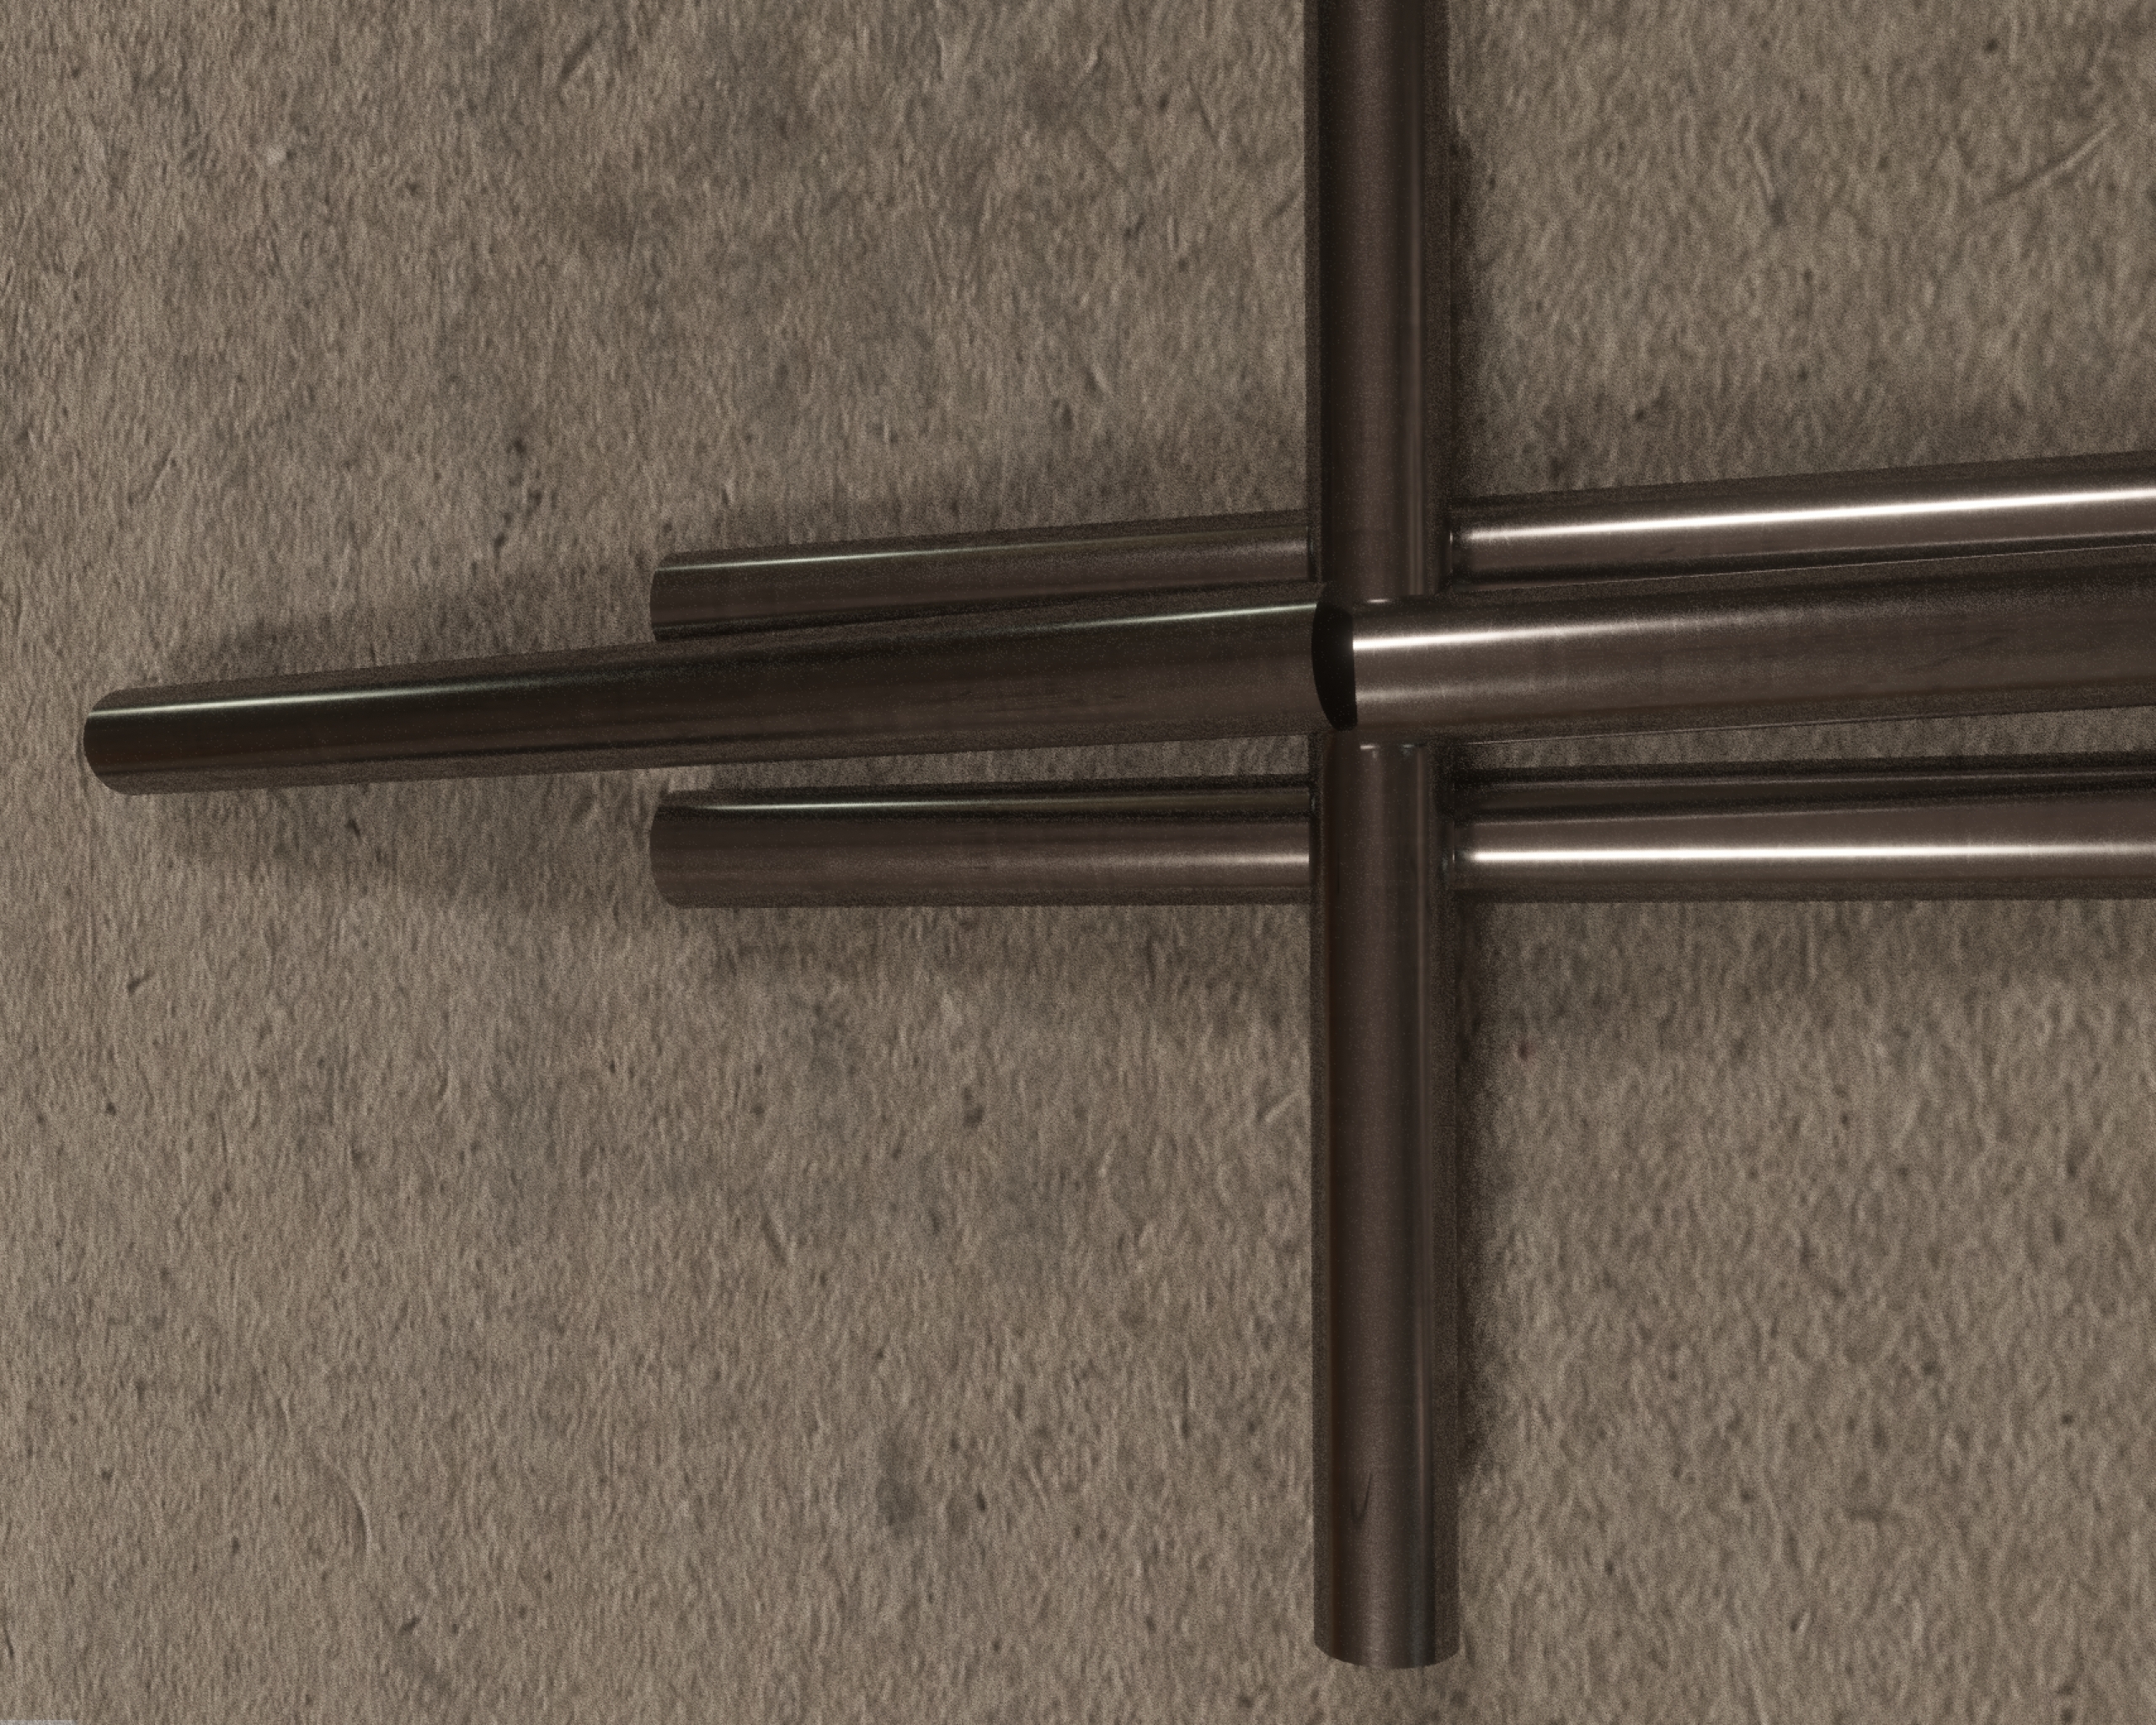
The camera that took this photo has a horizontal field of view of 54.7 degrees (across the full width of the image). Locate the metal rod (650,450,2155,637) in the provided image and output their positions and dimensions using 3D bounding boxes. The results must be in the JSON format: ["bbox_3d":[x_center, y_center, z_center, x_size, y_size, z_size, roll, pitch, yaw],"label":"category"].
[{"bbox_3d":[0.059,-0.054,0.388,0.301,0.025,0.025,-1,90,19],"label":"metal rod"}]

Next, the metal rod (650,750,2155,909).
[{"bbox_3d":[0.059,-0.005,0.388,0.301,0.025,0.025,-1,90,19],"label":"metal rod"}]

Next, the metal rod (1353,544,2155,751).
[{"bbox_3d":[0.194,-0.038,0.316,0.301,0.025,0.025,-3,89,9],"label":"metal rod"}]

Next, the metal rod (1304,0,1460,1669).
[{"bbox_3d":[0.053,-0.013,0.364,0.025,0.025,0.298,0,90,19],"label":"metal rod"}]

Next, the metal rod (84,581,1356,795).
[{"bbox_3d":[-0.089,-0.031,0.413,0.300,0.025,0.025,-1,90,29],"label":"metal rod"}]
